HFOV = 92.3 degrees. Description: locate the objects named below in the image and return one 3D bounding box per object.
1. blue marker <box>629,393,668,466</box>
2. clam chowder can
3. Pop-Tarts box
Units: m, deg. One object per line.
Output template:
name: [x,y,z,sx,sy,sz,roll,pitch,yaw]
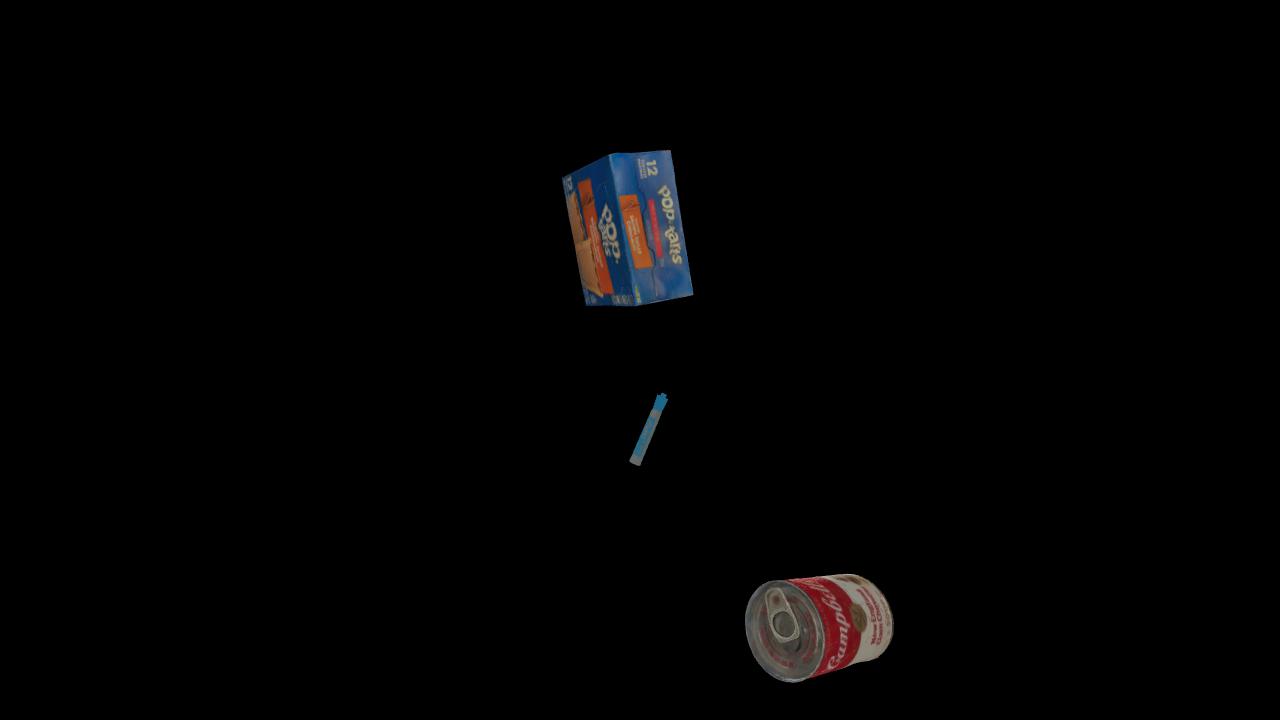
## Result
blue marker: [0.015,0.109,0.975,0.020,0.121,0.020,23,1,-1]
clam chowder can: [0.138,0.200,0.468,0.102,0.068,0.068,13,-9,-40]
Pop-Tarts box: [-0.018,-0.152,0.742,0.083,0.167,0.141,-16,12,-27]
